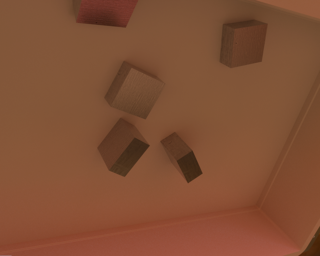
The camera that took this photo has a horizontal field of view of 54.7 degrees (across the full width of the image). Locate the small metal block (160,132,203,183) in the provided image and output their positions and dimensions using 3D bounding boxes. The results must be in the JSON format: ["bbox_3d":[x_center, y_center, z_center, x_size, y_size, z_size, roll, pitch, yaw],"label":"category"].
[{"bbox_3d":[0.030,0.041,0.436,0.025,0.050,0.050,-33,129,-7],"label":"small metal block"}]

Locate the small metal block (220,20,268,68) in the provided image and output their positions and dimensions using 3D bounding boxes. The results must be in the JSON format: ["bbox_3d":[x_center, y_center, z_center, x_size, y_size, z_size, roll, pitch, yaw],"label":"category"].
[{"bbox_3d":[0.108,-0.110,0.402,0.050,0.025,0.050,-15,125,-20],"label":"small metal block"}]

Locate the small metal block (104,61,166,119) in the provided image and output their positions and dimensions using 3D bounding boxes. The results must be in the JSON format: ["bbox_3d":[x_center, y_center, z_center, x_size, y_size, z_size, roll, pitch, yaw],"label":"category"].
[{"bbox_3d":[-0.029,-0.044,0.367,0.050,0.025,0.050,20,108,-36],"label":"small metal block"}]

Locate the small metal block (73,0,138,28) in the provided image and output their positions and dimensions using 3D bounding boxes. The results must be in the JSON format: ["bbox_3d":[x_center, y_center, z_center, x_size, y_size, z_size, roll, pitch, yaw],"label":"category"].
[{"bbox_3d":[-0.050,-0.123,0.290,0.050,0.025,0.050,-4,158,-27],"label":"small metal block"}]

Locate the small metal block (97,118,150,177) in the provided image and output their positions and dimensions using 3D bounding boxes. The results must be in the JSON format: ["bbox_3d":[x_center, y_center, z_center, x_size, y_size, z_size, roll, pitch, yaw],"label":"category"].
[{"bbox_3d":[-0.046,0.023,0.383,0.025,0.050,0.050,32,100,-39],"label":"small metal block"}]
